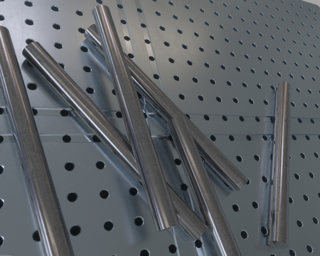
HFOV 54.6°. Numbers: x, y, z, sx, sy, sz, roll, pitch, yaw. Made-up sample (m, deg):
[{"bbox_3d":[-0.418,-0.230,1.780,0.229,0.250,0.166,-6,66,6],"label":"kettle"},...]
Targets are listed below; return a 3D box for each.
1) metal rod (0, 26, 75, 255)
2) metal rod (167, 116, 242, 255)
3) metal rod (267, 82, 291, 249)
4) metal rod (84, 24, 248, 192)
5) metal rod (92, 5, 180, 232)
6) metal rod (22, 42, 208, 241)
[{"bbox_3d":[-0.138,0.015,0.324,0.025,0.025,0.299,-11,67,-33],"label":"metal rod"},{"bbox_3d":[0.071,0.124,0.359,0.025,0.025,0.299,-10,70,-32],"label":"metal rod"},{"bbox_3d":[0.191,0.036,0.487,0.025,0.025,0.300,28,52,-11],"label":"metal rod"},{"bbox_3d":[0.006,-0.030,0.429,0.300,0.025,0.025,46,51,4],"label":"metal rod"},{"bbox_3d":[-0.036,-0.029,0.372,0.025,0.025,0.299,-5,64,-31],"label":"metal rod"},{"bbox_3d":[-0.056,0.012,0.369,0.300,0.025,0.025,47,51,5],"label":"metal rod"}]
